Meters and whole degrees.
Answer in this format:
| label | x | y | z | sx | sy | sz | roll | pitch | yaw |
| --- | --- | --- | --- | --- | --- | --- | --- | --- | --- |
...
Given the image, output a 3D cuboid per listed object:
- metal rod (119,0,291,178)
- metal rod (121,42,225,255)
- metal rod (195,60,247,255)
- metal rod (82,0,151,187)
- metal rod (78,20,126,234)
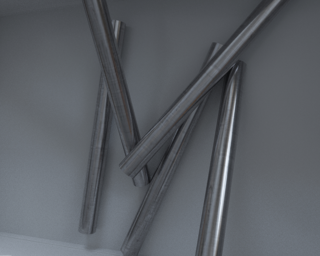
| label | x | y | z | sx | sy | sz | roll | pitch | yaw |
| --- | --- | --- | --- | --- | --- | --- | --- | --- | --- |
| metal rod | 0.057 | -0.059 | 0.363 | 0.025 | 0.025 | 0.299 | 43 | 97 | 14 |
| metal rod | 0.017 | 0.034 | 0.403 | 0.025 | 0.025 | 0.298 | 26 | 98 | 18 |
| metal rod | 0.062 | 0.059 | 0.323 | 0.025 | 0.025 | 0.299 | 5 | 66 | 19 |
| metal rod | -0.054 | -0.062 | 0.363 | 0.025 | 0.025 | 0.298 | -4 | 114 | 20 |
| metal rod | -0.082 | 0.001 | 0.438 | 0.025 | 0.025 | 0.298 | 10 | 93 | 19 |
